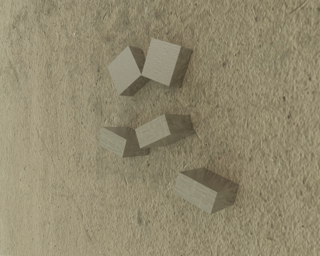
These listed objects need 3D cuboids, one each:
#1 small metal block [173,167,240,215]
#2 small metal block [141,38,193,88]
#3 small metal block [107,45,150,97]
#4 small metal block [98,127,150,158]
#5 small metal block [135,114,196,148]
[{"bbox_3d":[0.052,0.068,0.346,0.050,0.050,0.025,24,105,37],"label":"small metal block"},{"bbox_3d":[0.008,-0.084,0.398,0.050,0.025,0.050,27,107,36],"label":"small metal block"},{"bbox_3d":[-0.043,-0.080,0.440,0.050,0.025,0.050,-36,68,34],"label":"small metal block"},{"bbox_3d":[-0.047,0.018,0.428,0.050,0.050,0.025,25,106,37],"label":"small metal block"},{"bbox_3d":[0.007,0.004,0.383,0.050,0.050,0.025,-26,74,37],"label":"small metal block"}]
